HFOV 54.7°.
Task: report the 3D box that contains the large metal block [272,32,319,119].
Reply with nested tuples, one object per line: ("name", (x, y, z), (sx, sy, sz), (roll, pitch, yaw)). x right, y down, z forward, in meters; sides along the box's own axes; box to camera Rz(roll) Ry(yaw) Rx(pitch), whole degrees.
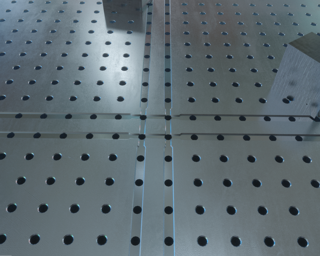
("large metal block", (0.217, -0.075, 0.438), (0.050, 0.080, 0.080), (-28, 56, -22))

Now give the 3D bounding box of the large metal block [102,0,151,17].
("large metal block", (-0.063, -0.272, 0.619), (0.080, 0.050, 0.080), (11, 51, 9))
